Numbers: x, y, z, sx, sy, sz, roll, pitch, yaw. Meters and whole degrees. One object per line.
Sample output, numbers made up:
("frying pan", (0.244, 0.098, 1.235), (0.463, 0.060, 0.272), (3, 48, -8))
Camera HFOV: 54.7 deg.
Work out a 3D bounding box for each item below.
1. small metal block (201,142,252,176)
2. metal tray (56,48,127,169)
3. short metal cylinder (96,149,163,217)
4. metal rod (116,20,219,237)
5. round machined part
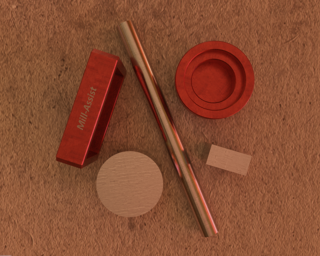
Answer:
("small metal block", (0.083, 0.038, 0.397), (0.050, 0.050, 0.025), (17, 90, -1))
("metal tray", (-0.079, -0.021, 0.378), (0.030, 0.090, 0.129), (19, 90, 0))
("short metal cylinder", (-0.037, 0.068, 0.398), (0.081, 0.050, 0.079), (0, 90, -1))
("metal rod", (0.010, 0.001, 0.412), (0.025, 0.025, 0.299), (-22, 90, 0))
("round machined part", (0.068, -0.060, 0.403), (0.099, 0.042, 0.097), (0, 90, -1))
